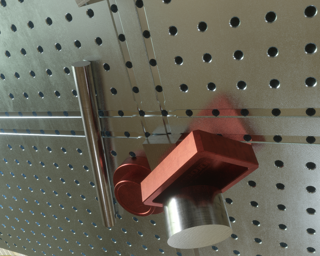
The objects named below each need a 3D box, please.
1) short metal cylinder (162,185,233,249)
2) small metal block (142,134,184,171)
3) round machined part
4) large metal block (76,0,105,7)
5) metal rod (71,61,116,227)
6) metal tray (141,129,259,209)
[{"bbox_3d":[0.046,0.114,0.393,0.081,0.050,0.080,-6,142,-4],"label":"short metal cylinder"},{"bbox_3d":[0.010,0.036,0.427,0.050,0.025,0.050,-3,117,29],"label":"small metal block"},{"bbox_3d":[-0.030,0.096,0.474,0.098,0.042,0.097,13,124,20],"label":"round machined part"},{"bbox_3d":[-0.061,-0.182,0.313,0.080,0.050,0.080,-15,111,34],"label":"large metal block"},{"bbox_3d":[-0.098,0.043,0.487,0.025,0.025,0.298,11,123,22],"label":"metal rod"},{"bbox_3d":[0.045,0.060,0.389,0.091,0.030,0.129,16,135,-28],"label":"metal tray"}]
